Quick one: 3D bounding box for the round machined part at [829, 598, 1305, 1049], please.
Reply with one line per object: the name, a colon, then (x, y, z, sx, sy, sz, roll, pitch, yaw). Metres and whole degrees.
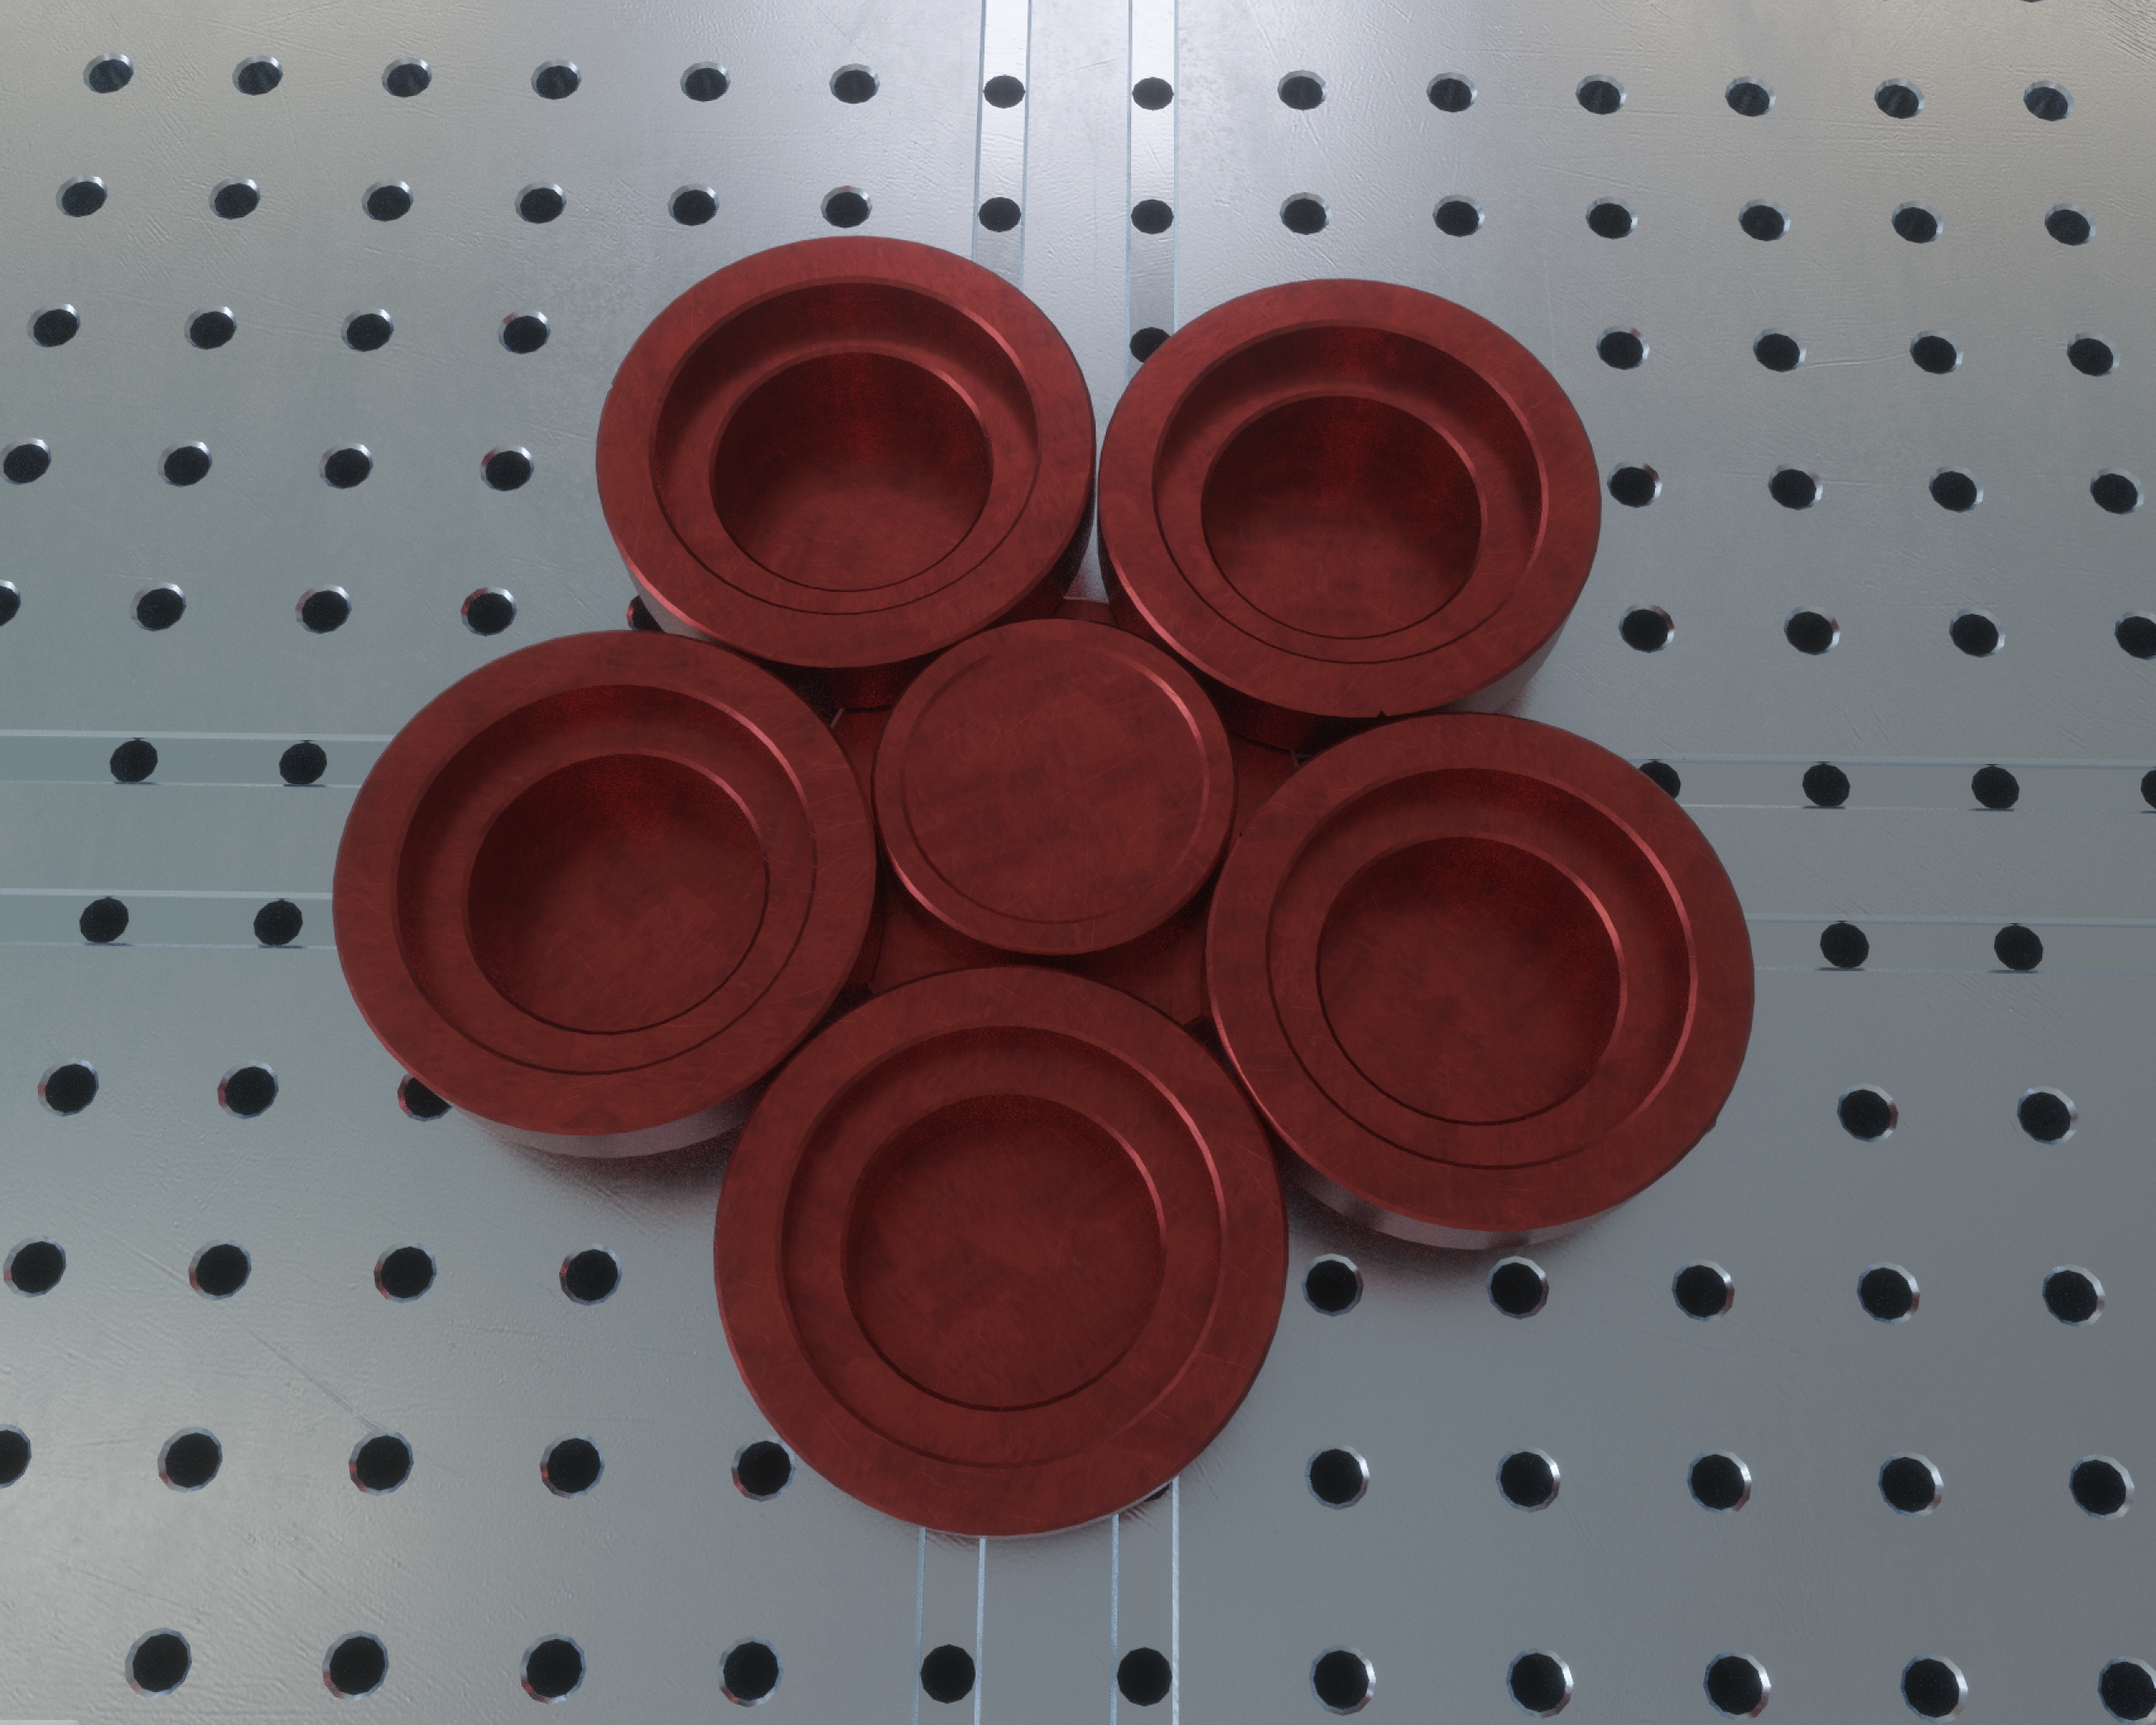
round machined part: (-0.004, -0.008, 0.405, 0.099, 0.042, 0.098, 0, 70, 0)

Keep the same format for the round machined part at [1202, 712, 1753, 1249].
round machined part: (0.072, 0.024, 0.394, 0.099, 0.042, 0.098, 0, 70, 0)

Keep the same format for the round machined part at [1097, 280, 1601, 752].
round machined part: (0.053, -0.066, 0.427, 0.099, 0.042, 0.098, 0, 70, 0)

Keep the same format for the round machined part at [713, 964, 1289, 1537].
round machined part: (-0.013, 0.071, 0.376, 0.099, 0.042, 0.098, 0, 70, 0)

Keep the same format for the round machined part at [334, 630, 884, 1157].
round machined part: (-0.086, 0.008, 0.399, 0.099, 0.042, 0.098, 0, 70, 0)

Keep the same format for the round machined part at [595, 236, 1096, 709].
round machined part: (-0.046, -0.076, 0.430, 0.099, 0.042, 0.098, 0, 70, 0)
